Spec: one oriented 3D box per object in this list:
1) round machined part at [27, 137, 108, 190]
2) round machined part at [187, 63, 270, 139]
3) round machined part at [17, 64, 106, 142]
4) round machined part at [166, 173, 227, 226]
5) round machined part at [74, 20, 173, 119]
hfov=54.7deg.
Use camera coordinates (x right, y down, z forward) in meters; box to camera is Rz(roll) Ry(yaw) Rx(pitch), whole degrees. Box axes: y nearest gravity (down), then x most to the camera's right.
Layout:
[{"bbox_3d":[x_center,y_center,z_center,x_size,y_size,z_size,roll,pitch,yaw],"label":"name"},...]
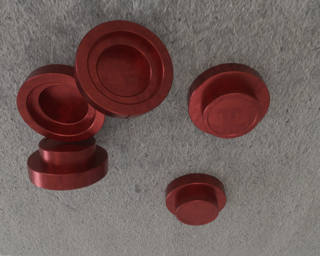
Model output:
[{"bbox_3d":[-0.116,0.036,0.393,0.099,0.098,0.042,2,110,-2],"label":"round machined part"},{"bbox_3d":[0.083,-0.025,0.375,0.099,0.042,0.097,0,130,0],"label":"round machined part"},{"bbox_3d":[-0.111,-0.033,0.367,0.099,0.042,0.097,0,130,0],"label":"round machined part"},{"bbox_3d":[0.058,0.121,0.499,0.099,0.042,0.097,0,130,0],"label":"round machined part"},{"bbox_3d":[-0.039,-0.057,0.323,0.099,0.098,0.042,20,164,-17],"label":"round machined part"}]
